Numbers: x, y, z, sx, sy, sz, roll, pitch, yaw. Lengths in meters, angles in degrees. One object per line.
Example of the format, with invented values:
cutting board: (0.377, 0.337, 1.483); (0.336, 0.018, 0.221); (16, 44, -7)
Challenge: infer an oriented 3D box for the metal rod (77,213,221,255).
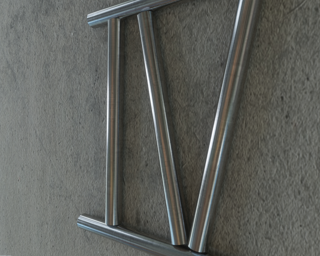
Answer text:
metal rod: (-0.009, 0.155, 0.410); (0.300, 0.025, 0.025); (2, 91, 39)

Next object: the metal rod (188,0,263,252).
metal rod: (0.072, -0.005, 0.345); (0.025, 0.025, 0.298); (17, 101, 38)

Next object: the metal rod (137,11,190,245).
metal rod: (0.004, -0.006, 0.400); (0.025, 0.025, 0.298); (-15, 81, 39)

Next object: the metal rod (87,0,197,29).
metal rod: (0.011, -0.167, 0.396); (0.300, 0.025, 0.025); (2, 91, 39)

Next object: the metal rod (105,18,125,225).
metal rod: (-0.066, -0.009, 0.458); (0.025, 0.025, 0.298); (1, 91, 39)
